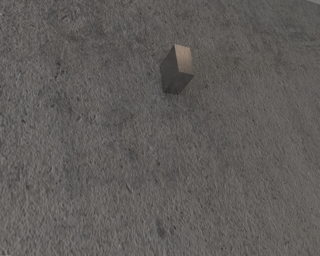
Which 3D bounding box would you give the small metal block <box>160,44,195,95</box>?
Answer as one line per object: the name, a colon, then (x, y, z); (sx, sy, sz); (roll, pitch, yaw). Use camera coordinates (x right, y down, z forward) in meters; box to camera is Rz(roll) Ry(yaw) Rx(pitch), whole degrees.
small metal block: (0.024, -0.084, 0.451); (0.025, 0.050, 0.050); (8, 59, -24)
